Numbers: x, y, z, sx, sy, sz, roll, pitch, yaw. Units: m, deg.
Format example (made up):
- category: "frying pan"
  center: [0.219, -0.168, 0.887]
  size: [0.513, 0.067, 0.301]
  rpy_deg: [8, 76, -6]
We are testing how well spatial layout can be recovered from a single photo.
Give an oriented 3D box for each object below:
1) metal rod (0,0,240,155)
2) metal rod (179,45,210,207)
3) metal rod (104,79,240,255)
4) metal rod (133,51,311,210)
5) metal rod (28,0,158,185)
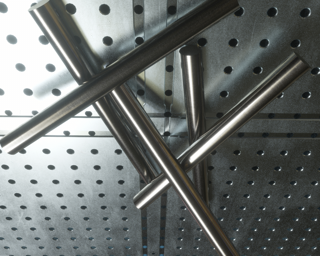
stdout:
- category: "metal rod"
  center: [-0.054, -0.053, 0.337]
  size: [0.300, 0.025, 0.025]
  rpy_deg: [-31, 125, 12]
- category: "metal rod"
  center: [0.054, 0.027, 0.435]
  size: [0.025, 0.025, 0.298]
  rpy_deg: [-6, 130, 5]
- category: "metal rod"
  center: [0.021, 0.062, 0.399]
  size: [0.025, 0.025, 0.299]
  rpy_deg: [-28, 105, 21]
- category: "metal rod"
  center: [0.058, 0.022, 0.396]
  size: [0.025, 0.025, 0.299]
  rpy_deg: [29, 124, -23]
- category: "metal rod"
  center: [-0.063, -0.017, 0.396]
  size: [0.025, 0.025, 0.299]
  rpy_deg: [-17, 128, 14]
